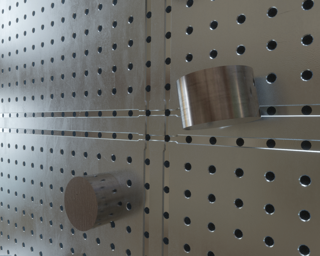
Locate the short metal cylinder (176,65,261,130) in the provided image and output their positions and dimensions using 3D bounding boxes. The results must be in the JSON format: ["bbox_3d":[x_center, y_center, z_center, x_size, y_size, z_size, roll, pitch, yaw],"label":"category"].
[{"bbox_3d":[0.060,-0.029,0.323,0.080,0.081,0.050,-12,82,39],"label":"short metal cylinder"}]

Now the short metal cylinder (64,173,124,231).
[{"bbox_3d":[-0.101,0.111,0.474,0.080,0.050,0.079,0,90,39],"label":"short metal cylinder"}]
